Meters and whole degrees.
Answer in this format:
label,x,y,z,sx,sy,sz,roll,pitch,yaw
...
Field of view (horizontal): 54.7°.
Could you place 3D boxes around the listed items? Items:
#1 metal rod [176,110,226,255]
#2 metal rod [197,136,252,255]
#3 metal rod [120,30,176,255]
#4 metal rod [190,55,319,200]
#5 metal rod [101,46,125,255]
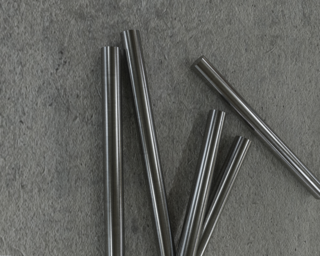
label,x,y,z,sx,sy,sz,roll,pitch,yaw
metal rod,0.045,0.120,0.411,0.025,0.025,0.299,18,79,-19
metal rod,0.058,0.150,0.430,0.025,0.025,0.299,29,81,-18
metal rod,-0.014,0.025,0.403,0.025,0.025,0.298,-11,94,-20
metal rod,0.157,0.008,0.466,0.300,0.025,0.025,43,77,-15
metal rod,-0.058,0.050,0.387,0.025,0.025,0.298,-1,91,-20
